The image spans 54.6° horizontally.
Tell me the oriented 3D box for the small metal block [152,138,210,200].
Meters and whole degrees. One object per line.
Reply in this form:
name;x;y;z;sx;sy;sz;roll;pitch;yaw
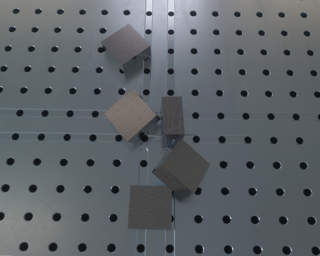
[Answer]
small metal block;0.026;0.049;0.377;0.050;0.025;0.050;42;49;-4

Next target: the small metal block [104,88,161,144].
small metal block;-0.036;-0.016;0.410;0.050;0.025;0.050;-42;75;5

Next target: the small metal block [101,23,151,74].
small metal block;-0.049;-0.116;0.454;0.050;0.025;0.050;-38;74;-13

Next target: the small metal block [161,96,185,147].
small metal block;0.015;-0.007;0.401;0.025;0.050;0.050;-2;70;-3

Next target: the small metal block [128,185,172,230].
small metal block;-0.011;0.097;0.376;0.050;0.025;0.050;1;70;0
